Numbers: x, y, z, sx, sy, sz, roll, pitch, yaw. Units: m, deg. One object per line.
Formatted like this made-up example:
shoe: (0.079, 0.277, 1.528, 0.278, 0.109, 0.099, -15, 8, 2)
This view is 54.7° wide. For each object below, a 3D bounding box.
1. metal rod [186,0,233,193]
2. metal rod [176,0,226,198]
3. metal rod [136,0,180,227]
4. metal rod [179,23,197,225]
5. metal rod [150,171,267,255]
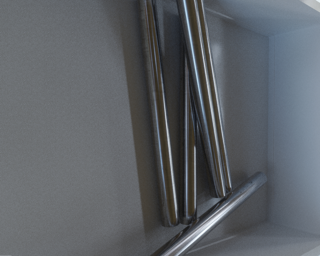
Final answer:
metal rod: (0.073, -0.038, 0.446, 0.025, 0.025, 0.298, -29, 116, -36)
metal rod: (0.059, -0.036, 0.422, 0.025, 0.025, 0.298, -29, 116, -36)
metal rod: (-0.002, -0.018, 0.406, 0.025, 0.025, 0.298, -11, 97, -40)
metal rod: (0.040, -0.014, 0.442, 0.025, 0.025, 0.298, 0, 90, -40)
metal rod: (0.078, 0.128, 0.445, 0.302, 0.025, 0.025, -21, 104, -44)
